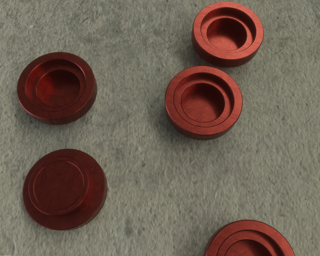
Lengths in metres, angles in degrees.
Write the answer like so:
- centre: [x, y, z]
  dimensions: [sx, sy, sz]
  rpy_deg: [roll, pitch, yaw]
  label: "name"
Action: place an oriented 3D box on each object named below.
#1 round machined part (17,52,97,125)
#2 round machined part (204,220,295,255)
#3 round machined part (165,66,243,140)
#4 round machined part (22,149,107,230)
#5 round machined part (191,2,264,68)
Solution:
- centre: [-0.133, -0.049, 0.415]
  dimensions: [0.099, 0.042, 0.098]
  rpy_deg: [0, 70, -1]
  label: "round machined part"
- centre: [0.096, 0.154, 0.344]
  dimensions: [0.099, 0.042, 0.098]
  rpy_deg: [0, 70, -1]
  label: "round machined part"
- centre: [0.055, -0.030, 0.411]
  dimensions: [0.099, 0.042, 0.098]
  rpy_deg: [0, 70, -1]
  label: "round machined part"
- centre: [-0.116, 0.071, 0.372]
  dimensions: [0.099, 0.042, 0.098]
  rpy_deg: [0, 70, -1]
  label: "round machined part"
- centre: [0.094, -0.129, 0.448]
  dimensions: [0.099, 0.042, 0.098]
  rpy_deg: [0, 70, -1]
  label: "round machined part"
